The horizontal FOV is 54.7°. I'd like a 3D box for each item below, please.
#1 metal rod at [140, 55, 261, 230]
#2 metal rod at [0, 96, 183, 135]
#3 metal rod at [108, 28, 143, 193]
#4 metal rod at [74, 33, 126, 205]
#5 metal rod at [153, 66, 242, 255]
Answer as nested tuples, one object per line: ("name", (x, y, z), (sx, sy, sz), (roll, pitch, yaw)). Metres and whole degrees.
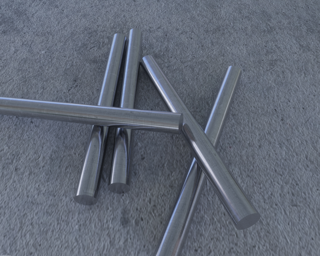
("metal rod", (0.030, -0.010, 0.386), (0.025, 0.025, 0.300), (-15, 44, -13))
("metal rod", (-0.121, -0.020, 0.392), (0.301, 0.025, 0.025), (6, 50, 15))
("metal rod", (-0.044, -0.048, 0.442), (0.025, 0.025, 0.300), (1, 50, 0))
("metal rod", (-0.075, -0.036, 0.432), (0.025, 0.025, 0.300), (2, 50, 1))
("metal rod", (0.059, 0.021, 0.385), (0.025, 0.025, 0.301), (17, 52, 13))
